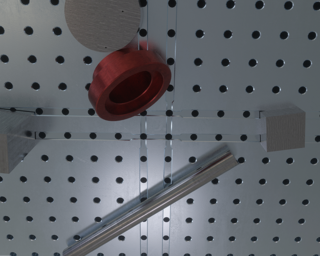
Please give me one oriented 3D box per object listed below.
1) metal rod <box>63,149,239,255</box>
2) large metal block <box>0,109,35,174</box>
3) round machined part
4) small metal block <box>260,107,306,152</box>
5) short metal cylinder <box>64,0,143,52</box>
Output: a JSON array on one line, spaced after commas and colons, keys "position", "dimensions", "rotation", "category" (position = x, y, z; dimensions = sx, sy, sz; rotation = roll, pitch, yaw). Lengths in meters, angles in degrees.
[{"position": [-0.021, 0.120, 0.457], "dimensions": [0.300, 0.025, 0.025], "rotation": [-33, 107, 11], "category": "metal rod"}, {"position": [-0.212, 0.012, 0.386], "dimensions": [0.081, 0.080, 0.050], "rotation": [6, 110, -3], "category": "large metal block"}, {"position": [-0.039, -0.055, 0.365], "dimensions": [0.098, 0.098, 0.042], "rotation": [-39, 67, 13], "category": "round machined part"}, {"position": [0.164, 0.002, 0.416], "dimensions": [0.050, 0.025, 0.050], "rotation": [-7, 110, 2], "category": "small metal block"}, {"position": [-0.061, -0.129, 0.352], "dimensions": [0.081, 0.050, 0.079], "rotation": [0, 110, 0], "category": "short metal cylinder"}]
